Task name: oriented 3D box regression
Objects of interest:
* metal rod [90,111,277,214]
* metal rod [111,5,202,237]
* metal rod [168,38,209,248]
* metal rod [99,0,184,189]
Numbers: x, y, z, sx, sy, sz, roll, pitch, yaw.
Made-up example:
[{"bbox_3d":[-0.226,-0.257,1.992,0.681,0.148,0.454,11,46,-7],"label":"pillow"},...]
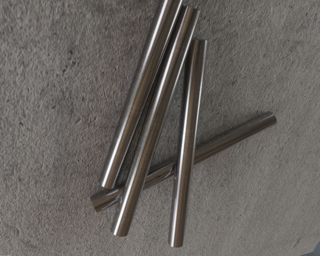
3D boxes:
[{"bbox_3d":[0.043,0.045,0.457,0.302,0.025,0.025,-24,127,-14],"label":"metal rod"},{"bbox_3d":[-0.011,0.004,0.383,0.025,0.025,0.298,8,108,-32],"label":"metal rod"},{"bbox_3d":[0.035,0.034,0.419,0.025,0.025,0.298,-6,113,-26],"label":"metal rod"},{"bbox_3d":[-0.019,-0.057,0.361,0.025,0.025,0.298,8,115,-32],"label":"metal rod"}]
